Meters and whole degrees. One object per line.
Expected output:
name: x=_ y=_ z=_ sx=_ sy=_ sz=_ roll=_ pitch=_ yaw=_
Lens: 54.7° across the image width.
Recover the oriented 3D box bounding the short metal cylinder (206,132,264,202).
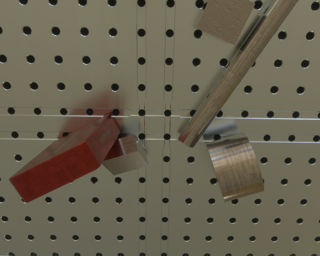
short metal cylinder: x=0.096 y=0.051 z=0.404 sx=0.050 sy=0.080 sz=0.080 roll=-18 pitch=109 yaw=6

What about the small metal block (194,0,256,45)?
small metal block: x=0.075 y=-0.133 z=0.366 sx=0.050 sy=0.025 sz=0.050 roll=22 pitch=109 yaw=-8

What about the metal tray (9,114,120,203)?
metal tray: x=-0.103 y=0.029 z=0.365 sx=0.090 sy=0.130 sz=0.030 roll=-26 pitch=103 yaw=9

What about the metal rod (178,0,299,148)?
metal rod: x=0.114 y=-0.100 z=0.378 sx=0.025 sy=0.025 sz=0.298 roll=30 pitch=107 yaw=-11

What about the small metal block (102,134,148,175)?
small metal block: x=-0.048 y=0.037 z=0.413 sx=0.050 sy=0.025 sz=0.050 roll=-16 pitch=149 yaw=5
